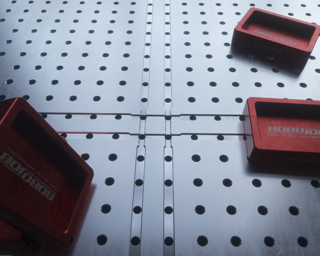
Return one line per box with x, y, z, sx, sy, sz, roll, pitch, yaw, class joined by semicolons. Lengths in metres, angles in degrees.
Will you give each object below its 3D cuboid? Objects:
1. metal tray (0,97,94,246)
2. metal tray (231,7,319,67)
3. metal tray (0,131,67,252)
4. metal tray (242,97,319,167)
-0.122;0.046;0.298;0.030;0.130;0.090;-8;47;24;metal tray
0.204;-0.163;0.543;0.130;0.030;0.090;24;54;18;metal tray
-0.167;0.063;0.348;0.090;0.030;0.130;8;50;6;metal tray
0.180;0.004;0.403;0.131;0.030;0.090;3;50;2;metal tray
